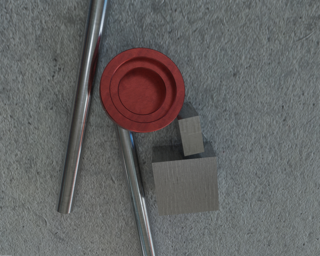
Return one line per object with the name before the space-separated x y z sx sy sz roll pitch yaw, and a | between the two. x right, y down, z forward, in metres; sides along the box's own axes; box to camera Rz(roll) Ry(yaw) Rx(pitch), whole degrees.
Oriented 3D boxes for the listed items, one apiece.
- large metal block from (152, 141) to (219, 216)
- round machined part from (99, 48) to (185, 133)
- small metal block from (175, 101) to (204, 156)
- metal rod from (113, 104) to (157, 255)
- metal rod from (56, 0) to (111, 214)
large metal block | 0.034 0.068 0.422 0.080 0.050 0.079 -6 110 1
round machined part | -0.023 -0.042 0.371 0.099 0.042 0.097 1 87 -13
small metal block | 0.035 0.000 0.394 0.025 0.050 0.050 -13 115 -2
metal rod | -0.031 0.106 0.448 0.025 0.025 0.298 -8 110 2
metal rod | -0.103 -0.019 0.401 0.025 0.025 0.298 13 110 -5
